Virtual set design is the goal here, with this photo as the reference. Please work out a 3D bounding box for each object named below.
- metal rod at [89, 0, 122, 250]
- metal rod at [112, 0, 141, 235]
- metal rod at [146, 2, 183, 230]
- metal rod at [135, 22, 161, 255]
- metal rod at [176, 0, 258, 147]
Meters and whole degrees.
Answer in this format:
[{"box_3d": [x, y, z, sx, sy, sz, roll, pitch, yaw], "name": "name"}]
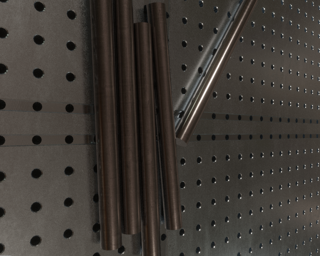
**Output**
[{"box_3d": [-0.063, -0.011, 0.358, 0.025, 0.025, 0.298, -4, 93, -40], "name": "metal rod"}, {"box_3d": [-0.041, -0.022, 0.376, 0.025, 0.025, 0.298, -4, 92, -40], "name": "metal rod"}, {"box_3d": [0.007, -0.012, 0.416, 0.025, 0.025, 0.298, -8, 95, -40], "name": "metal rod"}, {"box_3d": [-0.017, 0.019, 0.396, 0.025, 0.025, 0.298, -4, 93, -40], "name": "metal rod"}, {"box_3d": [0.093, -0.103, 0.489, 0.025, 0.025, 0.300, 43, 64, -32], "name": "metal rod"}]
